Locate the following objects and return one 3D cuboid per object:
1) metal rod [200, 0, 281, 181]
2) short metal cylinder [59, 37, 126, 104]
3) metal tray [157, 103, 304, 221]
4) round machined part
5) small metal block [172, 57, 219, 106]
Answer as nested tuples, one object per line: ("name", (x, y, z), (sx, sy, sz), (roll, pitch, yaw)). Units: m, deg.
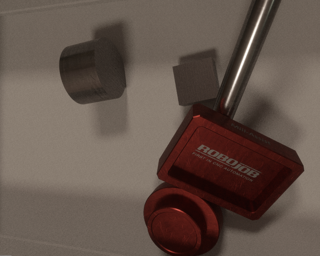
("metal rod", (0.078, -0.046, 0.325), (0.025, 0.025, 0.298), (26, 121, 18))
("short metal cylinder", (-0.087, -0.074, 0.411), (0.050, 0.080, 0.080), (-8, 87, 19))
("metal tray", (0.074, 0.040, 0.340), (0.131, 0.030, 0.089), (25, 118, -8))
("round machined part", (0.024, 0.116, 0.378), (0.098, 0.042, 0.097), (8, 111, 21))
("small metal block", (0.047, -0.057, 0.393), (0.050, 0.025, 0.050), (-10, 87, 19))
